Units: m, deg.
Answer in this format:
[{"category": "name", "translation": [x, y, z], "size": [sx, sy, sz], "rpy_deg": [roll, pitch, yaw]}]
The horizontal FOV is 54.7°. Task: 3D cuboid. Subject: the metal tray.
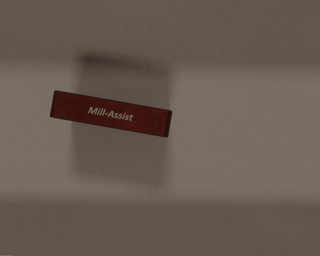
[{"category": "metal tray", "translation": [-0.053, -0.016, 0.378], "size": [0.131, 0.090, 0.030], "rpy_deg": [10, 90, -1]}]
